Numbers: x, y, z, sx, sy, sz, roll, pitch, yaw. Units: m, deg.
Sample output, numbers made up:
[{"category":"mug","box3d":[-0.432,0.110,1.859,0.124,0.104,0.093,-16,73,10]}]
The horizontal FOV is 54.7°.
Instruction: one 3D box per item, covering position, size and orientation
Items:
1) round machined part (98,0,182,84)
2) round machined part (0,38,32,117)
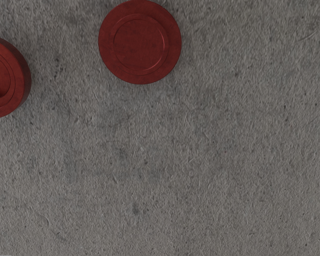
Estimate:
[{"category":"round machined part","box3d":[-0.023,-0.099,0.364,0.099,0.042,0.097,0,110,0]},{"category":"round machined part","box3d":[-0.205,-0.064,0.375,0.099,0.042,0.097,0,110,0]}]
